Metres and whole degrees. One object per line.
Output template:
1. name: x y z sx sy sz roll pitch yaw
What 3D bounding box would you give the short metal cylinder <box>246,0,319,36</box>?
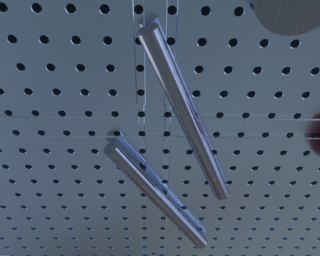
1. short metal cylinder: 0.121 -0.133 0.284 0.081 0.050 0.079 0 130 0

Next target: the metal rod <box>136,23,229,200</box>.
1. metal rod: 0.044 0.002 0.413 0.025 0.025 0.299 -18 128 14

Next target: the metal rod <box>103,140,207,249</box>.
1. metal rod: 0.006 0.125 0.518 0.025 0.025 0.300 -24 127 18
